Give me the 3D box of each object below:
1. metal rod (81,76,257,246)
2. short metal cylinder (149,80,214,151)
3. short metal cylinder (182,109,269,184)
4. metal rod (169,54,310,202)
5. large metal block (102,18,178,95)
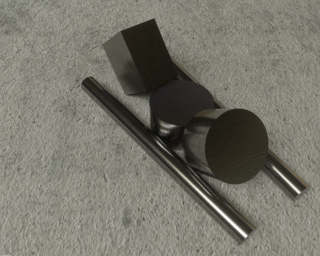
[{"bbox_3d":[-0.008,0.022,0.385,0.025,0.025,0.300,-33,58,-25],"label":"metal rod"},{"bbox_3d":[0.027,-0.017,0.403,0.081,0.050,0.080,0,50,0],"label":"short metal cylinder"},{"bbox_3d":[0.072,0.018,0.346,0.081,0.080,0.050,-25,12,-20],"label":"short metal cylinder"},{"bbox_3d":[0.077,-0.024,0.425,0.025,0.025,0.300,-26,55,-20],"label":"metal rod"},{"bbox_3d":[-0.029,-0.094,0.428,0.050,0.080,0.080,-29,14,-23],"label":"large metal block"}]
